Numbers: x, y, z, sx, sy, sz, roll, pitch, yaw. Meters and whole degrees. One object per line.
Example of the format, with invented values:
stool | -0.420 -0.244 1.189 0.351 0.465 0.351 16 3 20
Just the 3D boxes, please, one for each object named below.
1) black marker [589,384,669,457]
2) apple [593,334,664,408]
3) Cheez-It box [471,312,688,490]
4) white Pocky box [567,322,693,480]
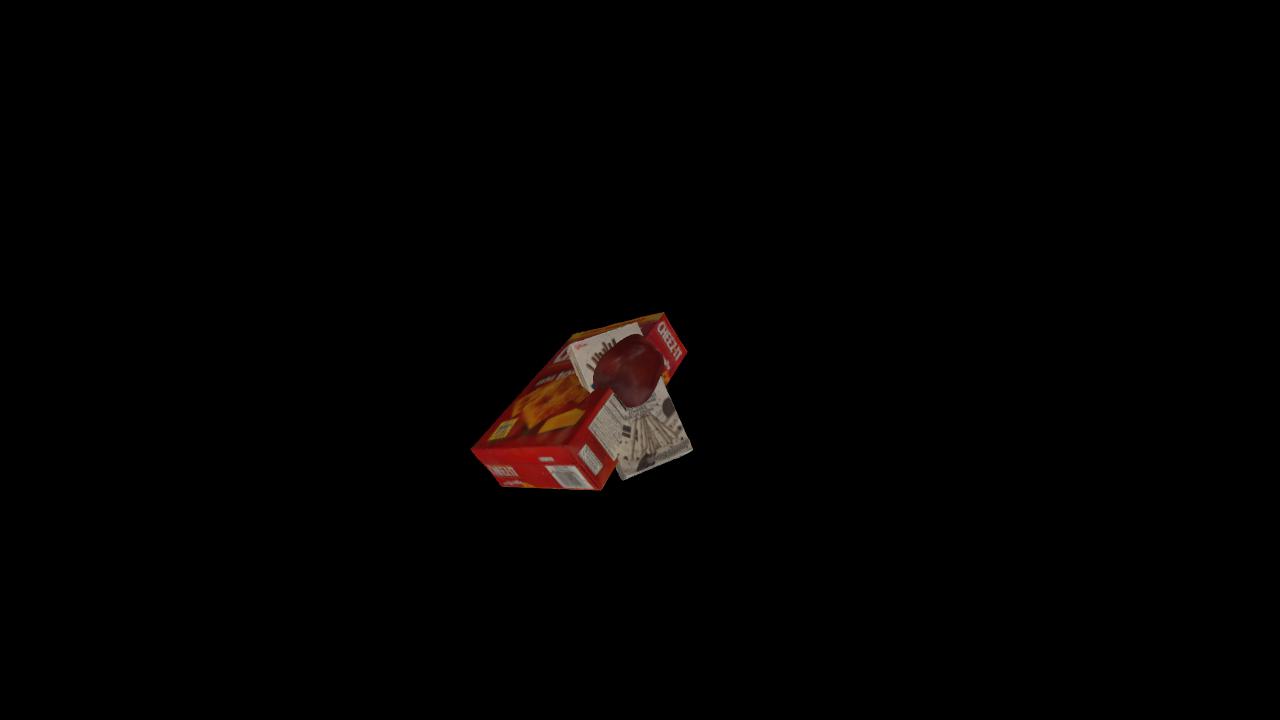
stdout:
black marker | -0.010 0.053 0.767 0.121 0.020 0.020 -21 13 -36
apple | -0.017 0.018 0.666 0.079 0.093 0.079 43 4 -4
Cheez-It box | -0.064 0.046 0.709 0.166 0.071 0.223 -9 33 41
white Pocky box | -0.011 0.042 0.658 0.084 0.154 0.028 -20 -12 -20
